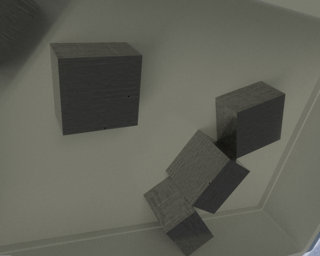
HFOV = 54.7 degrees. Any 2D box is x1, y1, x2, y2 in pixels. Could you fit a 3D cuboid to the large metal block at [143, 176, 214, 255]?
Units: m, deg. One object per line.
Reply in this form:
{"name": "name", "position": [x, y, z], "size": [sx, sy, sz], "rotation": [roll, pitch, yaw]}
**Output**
{"name": "large metal block", "position": [0.028, 0.133, 0.470], "size": [0.050, 0.080, 0.080], "rotation": [-36, 129, -5]}

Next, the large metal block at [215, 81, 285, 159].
{"name": "large metal block", "position": [0.131, -0.013, 0.456], "size": [0.081, 0.050, 0.080], "rotation": [-21, 127, -16]}

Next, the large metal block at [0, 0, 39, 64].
{"name": "large metal block", "position": [-0.159, -0.093, 0.248], "size": [0.080, 0.050, 0.080], "rotation": [32, 100, -38]}

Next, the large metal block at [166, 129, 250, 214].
{"name": "large metal block", "position": [0.066, 0.062, 0.447], "size": [0.050, 0.080, 0.080], "rotation": [30, 102, -38]}

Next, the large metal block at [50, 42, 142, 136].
{"name": "large metal block", "position": [-0.068, -0.044, 0.328], "size": [0.081, 0.050, 0.079], "rotation": [-8, 122, -24]}
